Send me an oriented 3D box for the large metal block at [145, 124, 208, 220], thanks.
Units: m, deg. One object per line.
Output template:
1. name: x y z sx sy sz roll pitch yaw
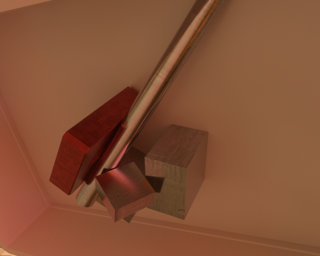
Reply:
1. large metal block: 0.023 0.053 0.392 0.050 0.080 0.079 13 124 21

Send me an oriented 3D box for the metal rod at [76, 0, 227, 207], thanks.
1. metal rod: -0.019 -0.022 0.343 0.025 0.025 0.298 36 112 4

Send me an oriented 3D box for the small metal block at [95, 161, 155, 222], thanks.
1. small metal block: -0.041 0.073 0.360 0.050 0.050 0.025 49 146 34

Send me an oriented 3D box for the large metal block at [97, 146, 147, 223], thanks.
1. large metal block: -0.050 0.073 0.443 0.080 0.080 0.050 32 128 7

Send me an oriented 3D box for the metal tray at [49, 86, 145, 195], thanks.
1. metal tray: -0.073 0.012 0.383 0.030 0.131 0.089 36 130 5
